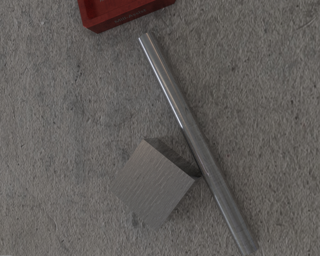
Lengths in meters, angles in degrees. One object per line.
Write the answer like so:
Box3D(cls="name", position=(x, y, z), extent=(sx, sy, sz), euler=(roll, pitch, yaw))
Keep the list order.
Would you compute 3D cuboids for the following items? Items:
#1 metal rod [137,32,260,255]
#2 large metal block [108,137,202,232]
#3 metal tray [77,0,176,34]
Box3D(cls="metal rod", position=(0.044, 0.012, 0.393), extent=(0.025, 0.025, 0.299), euler=(-28, 81, 18))
Box3D(cls="large metal block", position=(-0.004, 0.069, 0.397), extent=(0.080, 0.050, 0.080), euler=(38, 102, 16))
Box3D(cls="metal tray", position=(-0.051, -0.195, 0.424), extent=(0.130, 0.030, 0.090), euler=(-15, 85, 19))
